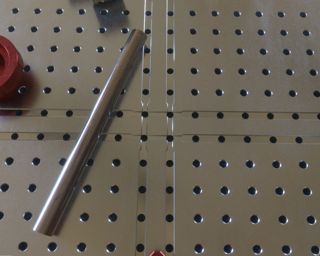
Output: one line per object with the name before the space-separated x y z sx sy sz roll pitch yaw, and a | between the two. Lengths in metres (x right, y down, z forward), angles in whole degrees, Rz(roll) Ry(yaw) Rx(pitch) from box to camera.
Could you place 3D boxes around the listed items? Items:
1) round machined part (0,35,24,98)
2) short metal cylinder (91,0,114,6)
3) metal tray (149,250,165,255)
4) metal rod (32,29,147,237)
round machined part | -0.238 -0.079 0.430 0.099 0.042 0.098 0 70 0
short metal cylinder | -0.091 -0.232 0.466 0.050 0.080 0.080 -21 72 -7
metal tray | 0.012 0.210 0.331 0.130 0.030 0.090 42 75 14
metal rod | -0.085 -0.008 0.413 0.025 0.025 0.300 20 71 7
